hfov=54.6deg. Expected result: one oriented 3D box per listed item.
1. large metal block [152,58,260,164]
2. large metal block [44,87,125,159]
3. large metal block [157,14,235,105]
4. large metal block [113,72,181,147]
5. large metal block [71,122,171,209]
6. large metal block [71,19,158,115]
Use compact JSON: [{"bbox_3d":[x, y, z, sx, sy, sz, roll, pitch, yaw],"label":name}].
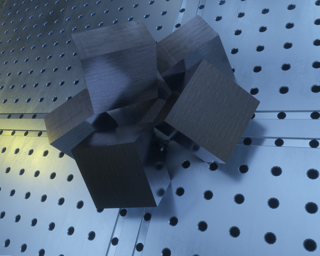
[{"bbox_3d":[0.050,-0.016,0.348,0.080,0.080,0.050,-58,12,-13],"label":"large metal block"},{"bbox_3d":[-0.095,0.000,0.423,0.080,0.080,0.050,-33,52,6],"label":"large metal block"},{"bbox_3d":[0.041,-0.083,0.403,0.080,0.080,0.050,-34,52,6],"label":"large metal block"},{"bbox_3d":[-0.014,-0.021,0.415,0.080,0.050,0.080,-34,51,6],"label":"large metal block"},{"bbox_3d":[-0.042,0.045,0.360,0.080,0.080,0.050,-8,22,24],"label":"large metal block"},{"bbox_3d":[-0.050,-0.070,0.362,0.081,0.080,0.050,-17,51,-13],"label":"large metal block"}]
